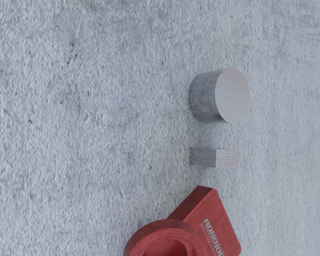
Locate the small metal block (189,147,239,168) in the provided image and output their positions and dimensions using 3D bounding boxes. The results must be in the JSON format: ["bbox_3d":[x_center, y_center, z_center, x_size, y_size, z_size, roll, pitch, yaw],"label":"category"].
[{"bbox_3d":[0.079,0.043,0.455,0.050,0.050,0.025,4,88,-40],"label":"small metal block"}]

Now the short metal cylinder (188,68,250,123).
[{"bbox_3d":[0.089,-0.046,0.463,0.081,0.050,0.080,0,90,-40],"label":"short metal cylinder"}]

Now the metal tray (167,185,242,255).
[{"bbox_3d":[0.067,0.163,0.458,0.091,0.030,0.129,-38,114,-33],"label":"metal tray"}]

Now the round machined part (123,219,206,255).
[{"bbox_3d":[0.003,0.154,0.379,0.099,0.042,0.097,-4,106,-13],"label":"round machined part"}]
